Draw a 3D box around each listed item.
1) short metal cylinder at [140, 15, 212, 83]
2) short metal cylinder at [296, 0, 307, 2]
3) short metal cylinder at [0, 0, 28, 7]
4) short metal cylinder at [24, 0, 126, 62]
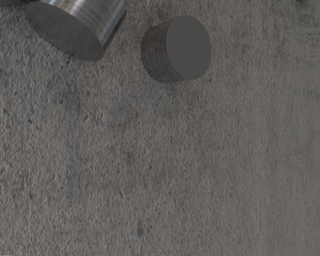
[{"bbox_3d":[0.022,-0.101,0.406,0.081,0.050,0.080,0,90,-40],"label":"short metal cylinder"},{"bbox_3d":[0.313,-0.313,0.650,0.081,0.050,0.080,0,90,-40],"label":"short metal cylinder"},{"bbox_3d":[-0.139,-0.154,0.269,0.081,0.050,0.080,1,88,-38],"label":"short metal cylinder"},{"bbox_3d":[-0.080,-0.110,0.301,0.080,0.080,0.050,37,67,-34],"label":"short metal cylinder"}]
